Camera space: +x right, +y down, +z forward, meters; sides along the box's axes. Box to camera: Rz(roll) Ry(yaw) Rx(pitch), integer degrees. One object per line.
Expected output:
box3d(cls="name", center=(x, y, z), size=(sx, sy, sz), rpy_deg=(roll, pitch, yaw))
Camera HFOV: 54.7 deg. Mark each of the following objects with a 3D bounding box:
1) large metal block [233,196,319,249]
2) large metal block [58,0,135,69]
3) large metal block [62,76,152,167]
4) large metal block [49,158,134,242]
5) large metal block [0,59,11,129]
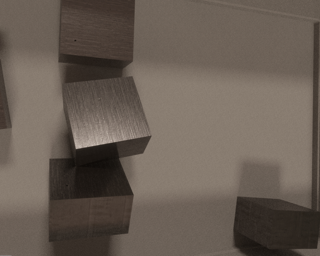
box3d(cls="large metal block", center=(0.165, 0.134, 0.444), size=(0.081, 0.080, 0.050), rpy_deg=(8, 88, -20))
box3d(cls="large metal block", center=(-0.077, -0.118, 0.369), size=(0.081, 0.050, 0.079), rpy_deg=(2, 89, -20))
box3d(cls="large metal block", center=(-0.064, -0.009, 0.357), size=(0.081, 0.050, 0.080), rpy_deg=(-10, 65, -20))
box3d(cls="large metal block", center=(-0.081, 0.075, 0.345), size=(0.081, 0.080, 0.050), rpy_deg=(1, 113, -20))
box3d(cls="large metal block", center=(-0.207, -0.033, 0.321), size=(0.081, 0.050, 0.079), rpy_deg=(-9, 93, -20))
